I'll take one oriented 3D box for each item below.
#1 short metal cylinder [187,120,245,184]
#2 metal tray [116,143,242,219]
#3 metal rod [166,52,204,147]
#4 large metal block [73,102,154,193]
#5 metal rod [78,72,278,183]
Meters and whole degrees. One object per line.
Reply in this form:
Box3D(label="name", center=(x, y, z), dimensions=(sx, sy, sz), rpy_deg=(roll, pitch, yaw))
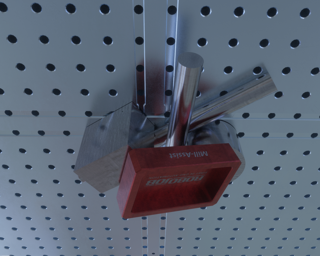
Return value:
Box3D(label="short metal cylinder", center=(0.071, 0.035, 0.425), dimensions=(0.081, 0.050, 0.079), rpy_deg=(0, 130, 0))
Box3D(label="metal tray", center=(0.021, 0.062, 0.369), dimensions=(0.131, 0.030, 0.089), rpy_deg=(-2, 133, -24))
Box3D(label="metal rod", center=(0.019, 0.031, 0.409), dimensions=(0.025, 0.025, 0.298), rpy_deg=(3, 140, -3))
Box3D(label="large metal block", center=(-0.055, 0.025, 0.395), dimensions=(0.080, 0.080, 0.050), rpy_deg=(-27, 125, 21))
Box3D(label="metal rod", center=(0.009, 0.008, 0.419), dimensions=(0.300, 0.025, 0.025), rpy_deg=(-27, 126, 20))
